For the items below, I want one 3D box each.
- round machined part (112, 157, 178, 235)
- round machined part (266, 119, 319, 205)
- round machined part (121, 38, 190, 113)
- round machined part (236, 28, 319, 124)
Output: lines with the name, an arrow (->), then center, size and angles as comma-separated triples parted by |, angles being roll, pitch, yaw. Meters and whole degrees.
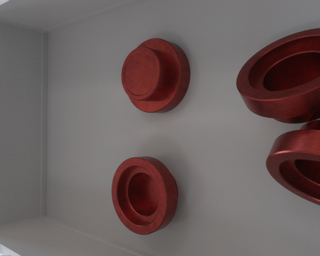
round machined part -> -0.016, 0.086, 0.409 | 0.098, 0.042, 0.097 | 0, 90, 40
round machined part -> 0.143, 0.029, 0.254 | 0.098, 0.098, 0.042 | 13, 63, 39
round machined part -> -0.013, -0.069, 0.406 | 0.098, 0.042, 0.097 | 0, 90, 40
round machined part -> 0.122, -0.042, 0.273 | 0.098, 0.042, 0.098 | -26, 31, 17
